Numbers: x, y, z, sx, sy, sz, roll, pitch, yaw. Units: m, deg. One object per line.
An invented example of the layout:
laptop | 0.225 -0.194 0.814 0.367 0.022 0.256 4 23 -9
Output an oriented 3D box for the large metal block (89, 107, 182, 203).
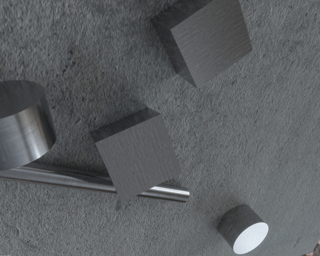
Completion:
large metal block | -0.030 0.030 0.379 0.081 0.050 0.080 -25 109 -14

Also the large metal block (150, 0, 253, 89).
large metal block | 0.049 -0.106 0.352 0.080 0.050 0.080 -36 129 -5

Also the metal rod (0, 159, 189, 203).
metal rod | -0.080 0.072 0.407 0.302 0.025 0.025 17 110 -35

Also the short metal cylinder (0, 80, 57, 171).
short metal cylinder | -0.144 -0.005 0.290 0.081 0.080 0.050 -17 125 -19

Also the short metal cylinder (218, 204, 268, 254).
short metal cylinder | 0.160 0.196 0.600 0.081 0.050 0.079 -14 124 -21
